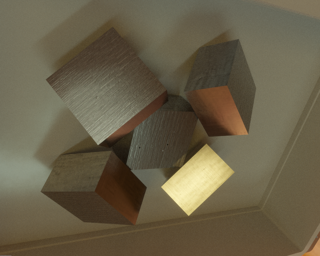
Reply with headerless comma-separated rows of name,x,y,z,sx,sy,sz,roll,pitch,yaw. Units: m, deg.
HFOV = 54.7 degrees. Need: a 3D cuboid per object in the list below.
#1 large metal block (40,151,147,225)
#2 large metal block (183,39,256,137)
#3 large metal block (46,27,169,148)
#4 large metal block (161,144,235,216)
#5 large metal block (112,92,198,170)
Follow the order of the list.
large metal block,-0.075,0.073,0.368,0.080,0.050,0.080,-7,137,30
large metal block,0.077,-0.046,0.377,0.080,0.050,0.080,55,42,-39
large metal block,-0.049,-0.037,0.310,0.080,0.080,0.050,-39,173,-2
large metal block,0.051,0.067,0.432,0.080,0.050,0.080,-44,174,2
large metal block,-0.007,0.004,0.387,0.081,0.050,0.079,1,118,-29
